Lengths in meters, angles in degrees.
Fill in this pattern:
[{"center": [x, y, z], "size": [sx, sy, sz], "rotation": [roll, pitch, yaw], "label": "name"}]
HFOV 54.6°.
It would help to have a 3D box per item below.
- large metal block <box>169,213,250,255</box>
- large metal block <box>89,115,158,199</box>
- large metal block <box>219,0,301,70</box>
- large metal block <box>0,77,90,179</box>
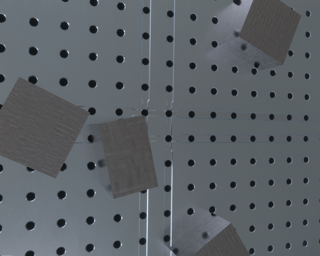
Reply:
[{"center": [0.073, 0.179, 0.426], "size": [0.080, 0.050, 0.080], "rotation": [-34, 101, -17], "label": "large metal block"}, {"center": [-0.046, 0.030, 0.366], "size": [0.050, 0.080, 0.080], "rotation": [-12, 94, -20], "label": "large metal block"}, {"center": [0.146, -0.142, 0.452], "size": [0.080, 0.050, 0.080], "rotation": [25, 82, -18], "label": "large metal block"}, {"center": [-0.137, 0.001, 0.349], "size": [0.080, 0.050, 0.080], "rotation": [28, 81, -18], "label": "large metal block"}]
